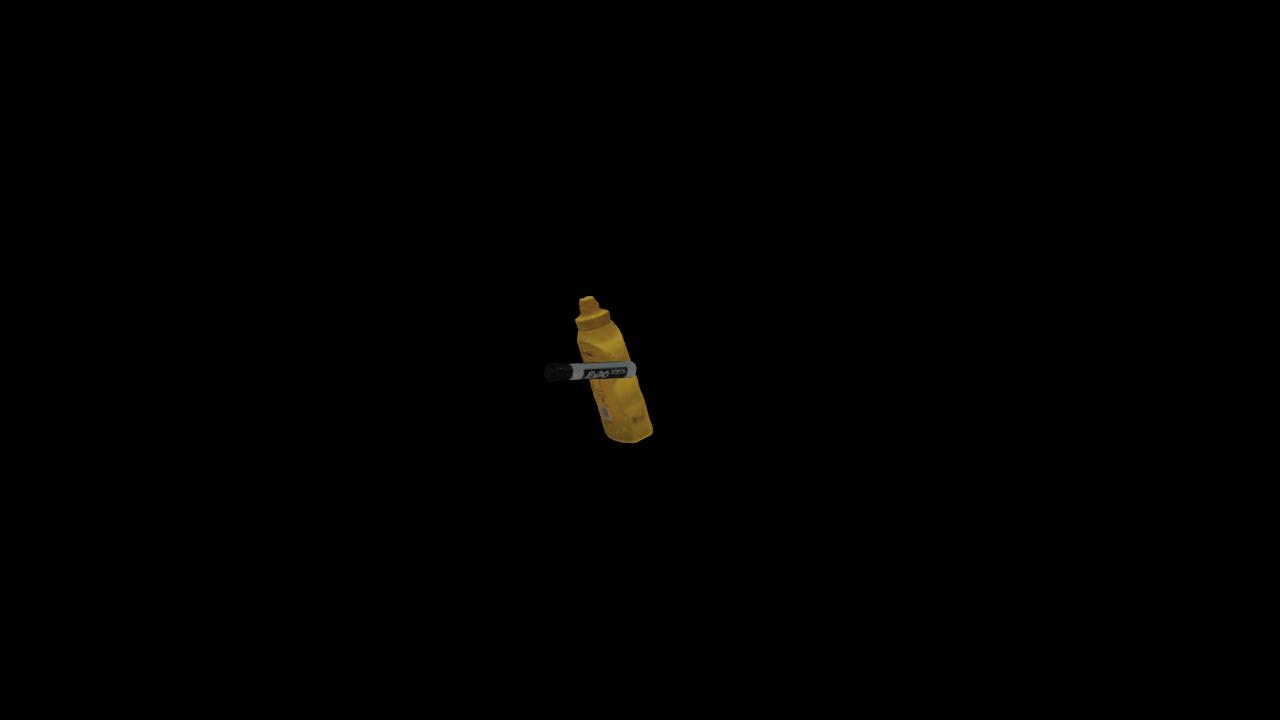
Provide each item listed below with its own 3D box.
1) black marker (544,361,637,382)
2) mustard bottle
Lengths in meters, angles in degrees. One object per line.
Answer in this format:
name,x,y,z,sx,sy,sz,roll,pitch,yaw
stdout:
black marker,-0.051,0.011,0.643,0.020,0.020,0.121,0,1,42
mustard bottle,-0.040,0.009,0.761,0.054,0.184,0.092,-22,17,-18
